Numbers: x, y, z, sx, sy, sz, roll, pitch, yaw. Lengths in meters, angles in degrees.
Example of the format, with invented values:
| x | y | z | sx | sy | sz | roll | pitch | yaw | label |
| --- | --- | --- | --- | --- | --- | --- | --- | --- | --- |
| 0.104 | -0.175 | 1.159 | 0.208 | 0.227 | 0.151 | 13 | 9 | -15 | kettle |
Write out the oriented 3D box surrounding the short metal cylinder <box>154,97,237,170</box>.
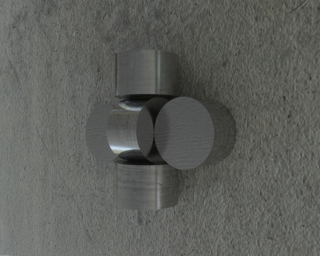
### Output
| x | y | z | sx | sy | sz | roll | pitch | yaw | label |
| --- | --- | --- | --- | --- | --- | --- | --- | --- | --- |
| 0.040 | 0.005 | 0.357 | 0.080 | 0.050 | 0.080 | 0 | 91 | 40 | short metal cylinder |

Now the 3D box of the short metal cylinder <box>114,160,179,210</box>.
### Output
| x | y | z | sx | sy | sz | roll | pitch | yaw | label |
| --- | --- | --- | --- | --- | --- | --- | --- | --- | --- |
| -0.017 | 0.067 | 0.386 | 0.080 | 0.081 | 0.050 | 0 | 90 | 40 | short metal cylinder |

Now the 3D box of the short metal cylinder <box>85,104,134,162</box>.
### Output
| x | y | z | sx | sy | sz | roll | pitch | yaw | label |
| --- | --- | --- | --- | --- | --- | --- | --- | --- | --- |
| -0.060 | 0.007 | 0.440 | 0.080 | 0.050 | 0.080 | 0 | 90 | 39 | short metal cylinder |

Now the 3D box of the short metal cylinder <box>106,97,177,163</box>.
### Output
| x | y | z | sx | sy | sz | roll | pitch | yaw | label |
| --- | --- | --- | --- | --- | --- | --- | --- | --- | --- |
| -0.019 | 0.002 | 0.387 | 0.050 | 0.081 | 0.080 | 1 | 91 | 40 | short metal cylinder |

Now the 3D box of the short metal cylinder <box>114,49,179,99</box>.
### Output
| x | y | z | sx | sy | sz | roll | pitch | yaw | label |
| --- | --- | --- | --- | --- | --- | --- | --- | --- | --- |
| -0.017 | -0.063 | 0.385 | 0.080 | 0.081 | 0.050 | 0 | 90 | 40 | short metal cylinder |
